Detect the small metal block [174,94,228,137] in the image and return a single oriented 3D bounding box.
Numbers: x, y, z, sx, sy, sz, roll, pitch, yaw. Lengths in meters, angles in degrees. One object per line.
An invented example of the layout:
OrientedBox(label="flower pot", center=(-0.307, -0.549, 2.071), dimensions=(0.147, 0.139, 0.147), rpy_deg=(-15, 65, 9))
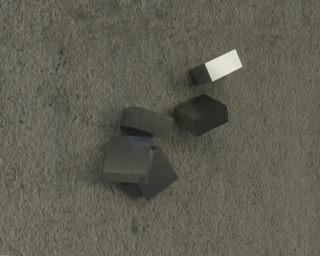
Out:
OrientedBox(label="small metal block", center=(0.054, -0.018, 0.412), dimensions=(0.050, 0.050, 0.025), rpy_deg=(-24, 123, -19))

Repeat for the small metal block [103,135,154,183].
OrientedBox(label="small metal block", center=(-0.036, 0.037, 0.374), dimensions=(0.050, 0.025, 0.050), rpy_deg=(3, 56, 6))

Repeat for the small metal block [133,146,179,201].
OrientedBox(label="small metal block", center=(-0.012, 0.058, 0.405), dimensions=(0.050, 0.025, 0.050), rpy_deg=(-33, 101, -17))

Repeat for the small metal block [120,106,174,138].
OrientedBox(label="small metal block", center=(-0.018, -0.007, 0.389), dimensions=(0.050, 0.050, 0.025), rpy_deg=(17, 85, -19))

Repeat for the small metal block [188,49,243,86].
OrientedBox(label="small metal block", center=(0.074, -0.081, 0.423), dimensions=(0.050, 0.050, 0.025), rpy_deg=(-28, 99, -18))
